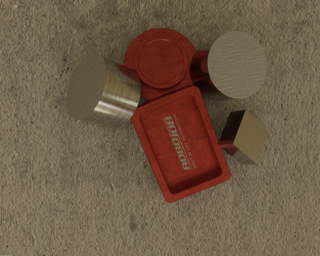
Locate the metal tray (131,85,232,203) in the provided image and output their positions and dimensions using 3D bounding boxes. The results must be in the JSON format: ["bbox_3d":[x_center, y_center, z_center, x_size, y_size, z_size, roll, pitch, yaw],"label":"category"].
[{"bbox_3d":[0.026,0.020,0.398,0.090,0.030,0.129,-22,100,0],"label":"metal tray"}]

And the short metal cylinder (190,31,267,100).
[{"bbox_3d":[0.085,-0.075,0.389,0.081,0.050,0.079,-1,92,-18],"label":"short metal cylinder"}]

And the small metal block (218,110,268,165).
[{"bbox_3d":[0.107,0.013,0.394,0.050,0.025,0.050,38,65,-26],"label":"small metal block"}]

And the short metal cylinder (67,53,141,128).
[{"bbox_3d":[-0.069,-0.044,0.376,0.050,0.080,0.080,16,90,-44],"label":"short metal cylinder"}]

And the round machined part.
[{"bbox_3d":[0.002,-0.082,0.403,0.099,0.042,0.097,0,90,0],"label":"round machined part"}]
